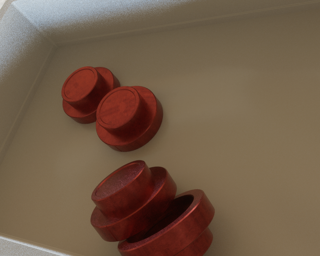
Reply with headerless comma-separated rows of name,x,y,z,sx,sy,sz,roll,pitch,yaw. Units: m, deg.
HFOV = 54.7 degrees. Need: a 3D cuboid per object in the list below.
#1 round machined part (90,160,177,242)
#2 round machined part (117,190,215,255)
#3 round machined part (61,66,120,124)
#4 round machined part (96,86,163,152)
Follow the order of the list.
round machined part,-0.035,0.072,0.337,0.098,0.042,0.098,-30,14,9
round machined part,0.012,0.105,0.301,0.098,0.098,0.042,-32,90,7
round machined part,-0.116,-0.059,0.492,0.098,0.042,0.098,-13,56,21
round machined part,-0.049,-0.019,0.433,0.098,0.042,0.098,-13,56,21
